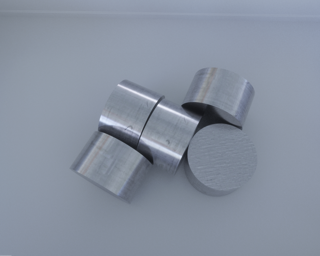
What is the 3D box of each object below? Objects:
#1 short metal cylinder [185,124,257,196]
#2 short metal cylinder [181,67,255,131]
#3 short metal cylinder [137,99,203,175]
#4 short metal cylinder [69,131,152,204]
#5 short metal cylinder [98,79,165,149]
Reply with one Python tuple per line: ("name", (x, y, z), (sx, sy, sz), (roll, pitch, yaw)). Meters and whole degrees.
("short metal cylinder", (0.072, 0.040, 0.380), (0.081, 0.050, 0.080), (0, 70, 0))
("short metal cylinder", (0.072, -0.032, 0.391), (0.080, 0.080, 0.050), (22, 72, 7))
("short metal cylinder", (0.012, 0.011, 0.375), (0.050, 0.080, 0.080), (25, 72, 8))
("short metal cylinder", (-0.056, 0.047, 0.361), (0.080, 0.080, 0.050), (28, 72, 9))
("short metal cylinder", (-0.034, -0.013, 0.383), (0.050, 0.080, 0.080), (24, 72, 8))
